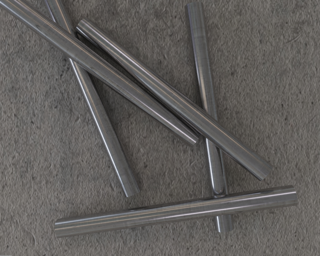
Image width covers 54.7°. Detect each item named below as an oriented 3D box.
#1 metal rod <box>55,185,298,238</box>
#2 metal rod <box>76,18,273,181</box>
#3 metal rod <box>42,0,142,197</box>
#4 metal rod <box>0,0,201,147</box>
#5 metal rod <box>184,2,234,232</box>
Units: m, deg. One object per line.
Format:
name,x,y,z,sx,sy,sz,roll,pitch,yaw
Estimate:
metal rod,0.014,0.107,0.392,0.301,0.025,0.025,-10,90,7
metal rod,0.013,-0.040,0.392,0.300,0.025,0.025,40,90,7
metal rod,-0.092,-0.052,0.409,0.025,0.025,0.299,-23,90,0
metal rod,-0.073,-0.073,0.389,0.301,0.025,0.025,36,90,-8
metal rod,0.065,-0.014,0.410,0.025,0.025,0.298,-8,90,0
